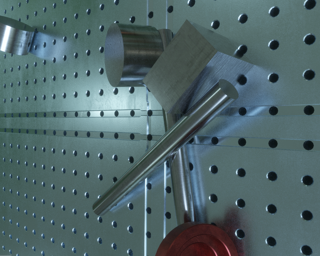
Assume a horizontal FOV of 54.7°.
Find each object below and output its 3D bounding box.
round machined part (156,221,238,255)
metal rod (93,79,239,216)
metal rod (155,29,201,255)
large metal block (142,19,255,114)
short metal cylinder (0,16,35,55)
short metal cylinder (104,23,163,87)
[{"bbox_3d":[0.035,0.152,0.338,0.042,0.099,0.097,-18,78,61],"label":"round machined part"},{"bbox_3d":[-0.014,0.044,0.393,0.298,0.025,0.025,-46,63,40],"label":"metal rod"},{"bbox_3d":[0.021,0.022,0.391,0.025,0.025,0.298,-12,82,39],"label":"metal rod"},{"bbox_3d":[0.042,-0.060,0.339,0.080,0.081,0.050,-50,61,28],"label":"large metal block"},{"bbox_3d":[-0.299,-0.186,0.621,0.080,0.081,0.050,38,114,33],"label":"short metal cylinder"},{"bbox_3d":[-0.037,-0.094,0.405,0.080,0.050,0.079,17,109,62],"label":"short metal cylinder"}]
